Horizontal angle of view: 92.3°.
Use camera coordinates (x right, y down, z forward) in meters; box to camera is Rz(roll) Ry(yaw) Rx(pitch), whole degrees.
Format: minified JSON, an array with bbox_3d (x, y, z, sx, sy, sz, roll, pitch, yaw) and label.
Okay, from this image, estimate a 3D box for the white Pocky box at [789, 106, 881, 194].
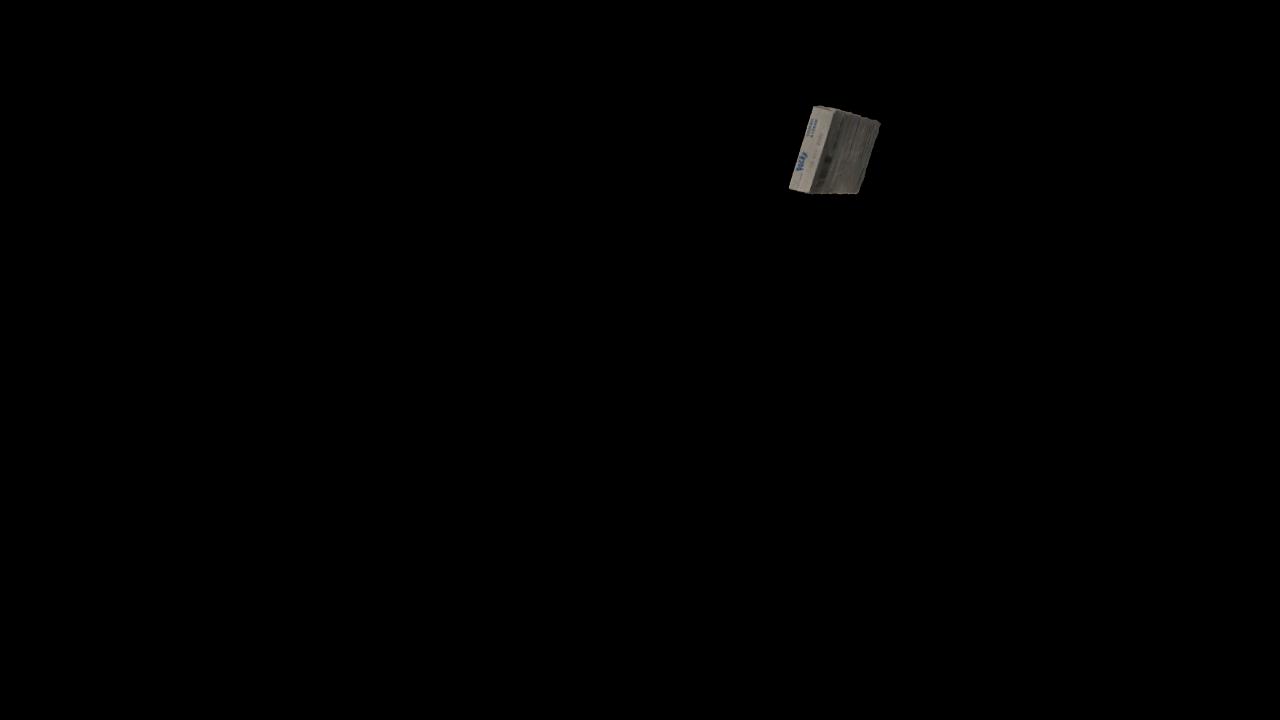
[{"bbox_3d":[0.214,-0.222,0.664,0.028,0.084,0.154,26,27,29],"label":"white Pocky box"}]
